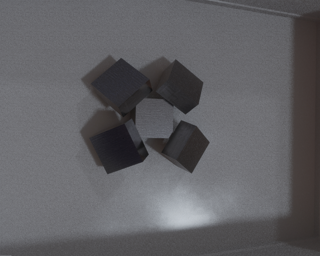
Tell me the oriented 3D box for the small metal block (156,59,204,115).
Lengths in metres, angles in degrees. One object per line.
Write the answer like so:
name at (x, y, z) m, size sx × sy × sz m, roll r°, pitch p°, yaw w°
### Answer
small metal block at (0.027, -0.054, 0.405) m, size 0.050 × 0.025 × 0.050 m, roll 37°, pitch 41°, yaw -17°

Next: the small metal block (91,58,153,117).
small metal block at (-0.046, -0.050, 0.378) m, size 0.050 × 0.025 × 0.050 m, roll 40°, pitch 75°, yaw 23°

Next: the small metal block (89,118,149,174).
small metal block at (-0.049, 0.022, 0.378) m, size 0.050 × 0.025 × 0.050 m, roll -21°, pitch 99°, yaw 19°

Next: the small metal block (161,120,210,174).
small metal block at (0.035, 0.026, 0.409) m, size 0.050 × 0.025 × 0.050 m, roll -58°, pitch 141°, yaw -11°

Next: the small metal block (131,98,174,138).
small metal block at (-0.011, -0.012, 0.404) m, size 0.050 × 0.025 × 0.050 m, roll 2°, pitch 90°, yaw -20°
